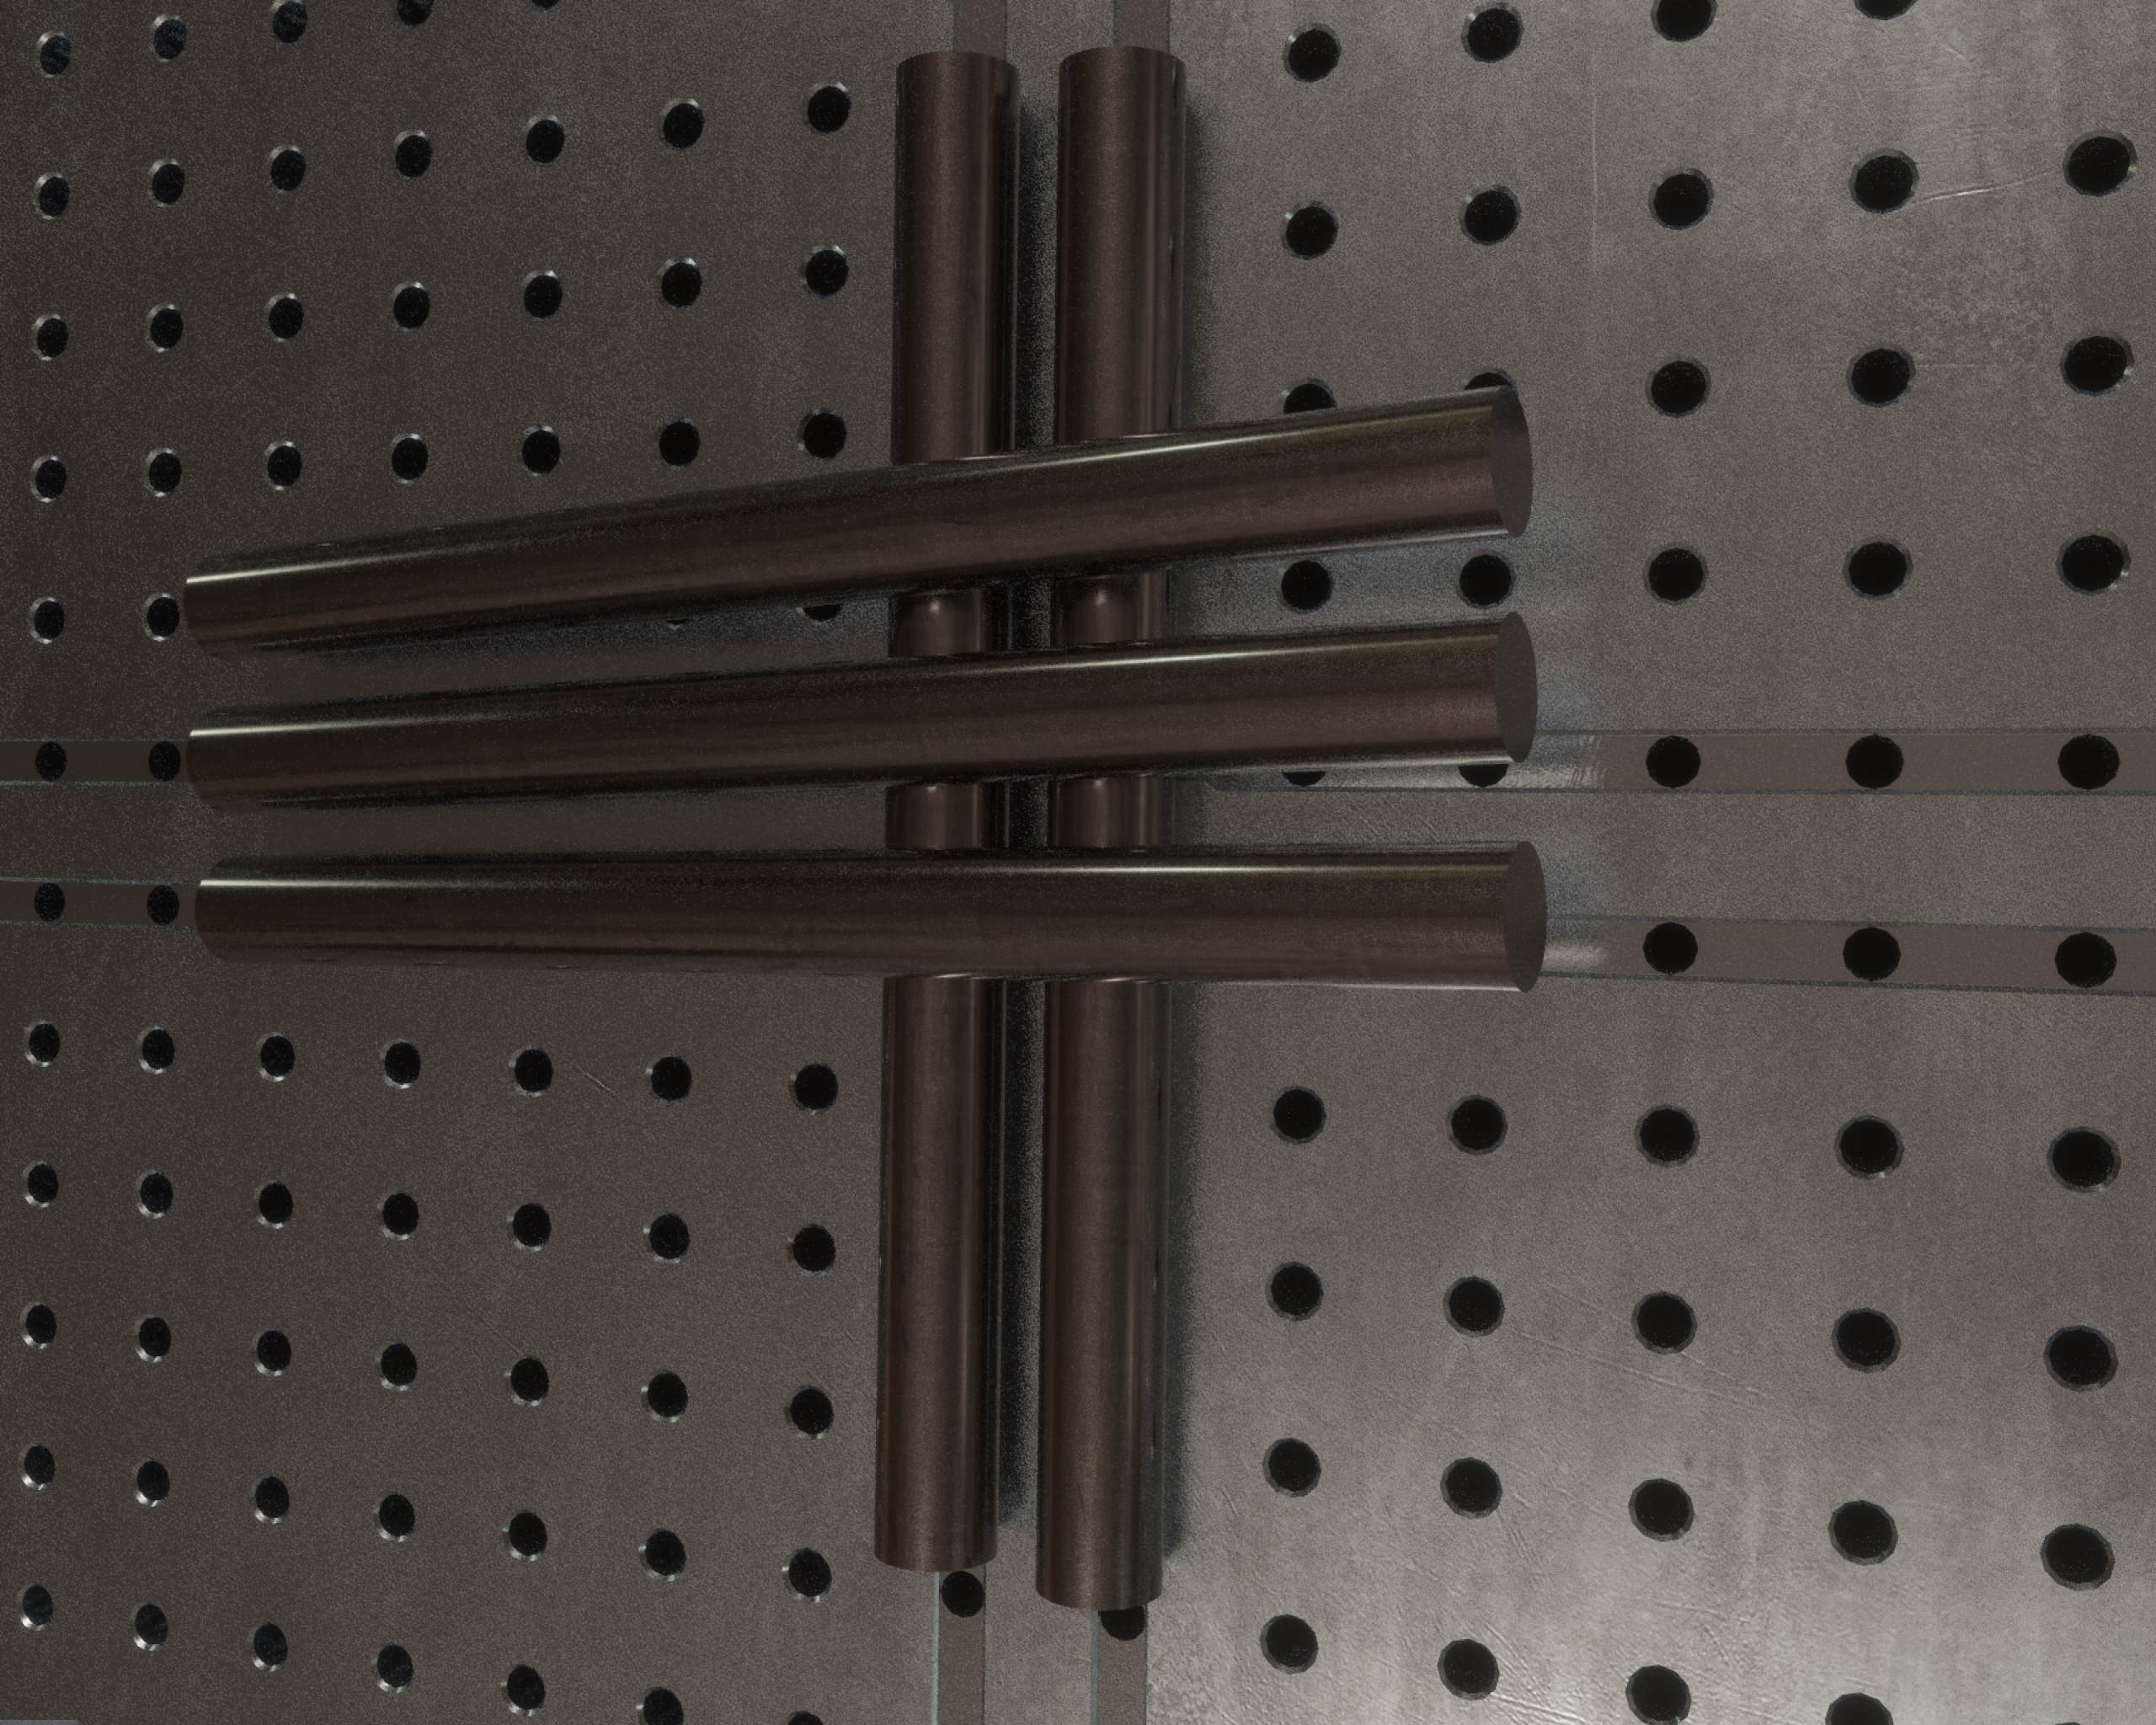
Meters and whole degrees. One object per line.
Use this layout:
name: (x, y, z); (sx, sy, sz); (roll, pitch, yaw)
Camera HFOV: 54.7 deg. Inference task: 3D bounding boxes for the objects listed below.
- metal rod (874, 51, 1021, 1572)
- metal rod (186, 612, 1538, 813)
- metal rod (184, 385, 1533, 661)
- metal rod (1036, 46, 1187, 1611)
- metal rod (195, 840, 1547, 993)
metal rod: (-0.026, -0.010, 0.421); (0.025, 0.025, 0.298); (1, 90, 19)
metal rod: (-0.061, -0.026, 0.411); (0.300, 0.025, 0.025); (-1, 90, 27)
metal rod: (-0.062, -0.062, 0.411); (0.300, 0.025, 0.025); (-2, 90, 27)
metal rod: (0.007, -0.006, 0.410); (0.025, 0.025, 0.298); (1, 90, 19)
metal rod: (-0.060, 0.010, 0.410); (0.300, 0.025, 0.025); (0, 90, 28)
